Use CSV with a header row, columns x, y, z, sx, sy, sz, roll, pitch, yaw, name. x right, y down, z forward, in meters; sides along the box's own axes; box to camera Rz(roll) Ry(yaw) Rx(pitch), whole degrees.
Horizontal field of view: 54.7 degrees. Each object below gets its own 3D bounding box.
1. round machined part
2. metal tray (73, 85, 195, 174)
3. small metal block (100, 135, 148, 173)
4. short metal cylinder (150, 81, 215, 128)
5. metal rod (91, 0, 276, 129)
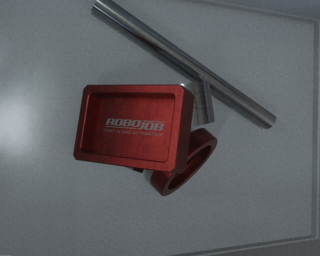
x,y,z,sx,sy,sz,roll,pitch,yaw,name
0.024,0.036,0.392,0.098,0.098,0.042,-40,68,-16,round machined part
-0.032,-0.002,0.348,0.030,0.130,0.090,20,75,-63,metal tray
-0.038,0.022,0.382,0.025,0.050,0.050,36,74,-61,small metal block
0.026,-0.027,0.392,0.081,0.080,0.050,-10,94,-20,short metal cylinder
0.045,-0.082,0.428,0.301,0.025,0.025,31,80,-18,metal rod
